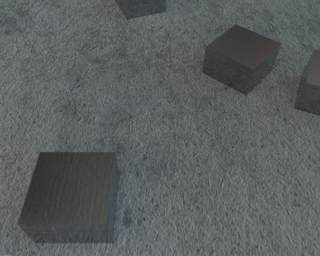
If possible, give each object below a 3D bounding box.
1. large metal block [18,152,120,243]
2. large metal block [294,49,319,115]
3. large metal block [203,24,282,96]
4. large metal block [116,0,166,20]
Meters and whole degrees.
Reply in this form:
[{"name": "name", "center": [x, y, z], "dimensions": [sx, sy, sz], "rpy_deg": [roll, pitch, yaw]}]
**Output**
[{"name": "large metal block", "center": [-0.088, 0.072, 0.325], "dimensions": [0.081, 0.050, 0.080], "rpy_deg": [0, 50, 0]}, {"name": "large metal block", "center": [0.245, -0.059, 0.438], "dimensions": [0.080, 0.050, 0.080], "rpy_deg": [19, 53, 15]}, {"name": "large metal block", "center": [0.125, -0.107, 0.477], "dimensions": [0.080, 0.050, 0.080], "rpy_deg": [34, 58, 25]}, {"name": "large metal block", "center": [-0.040, -0.263, 0.608], "dimensions": [0.081, 0.050, 0.080], "rpy_deg": [-17, 52, -14]}]
